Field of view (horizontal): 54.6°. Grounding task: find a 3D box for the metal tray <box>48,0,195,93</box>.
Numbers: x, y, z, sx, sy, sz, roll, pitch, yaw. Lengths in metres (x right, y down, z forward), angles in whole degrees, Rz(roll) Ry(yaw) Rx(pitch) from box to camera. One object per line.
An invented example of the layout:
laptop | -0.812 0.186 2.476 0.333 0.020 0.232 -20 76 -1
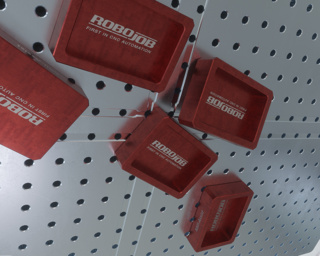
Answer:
metal tray | -0.037 -0.097 0.326 0.131 0.030 0.090 13 112 -34

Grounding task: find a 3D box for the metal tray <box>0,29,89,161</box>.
metal tray | -0.149 -0.033 0.306 0.090 0.030 0.130 -47 129 5

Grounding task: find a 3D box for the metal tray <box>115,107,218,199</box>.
metal tray | 0.013 0.040 0.439 0.090 0.030 0.130 -49 129 6

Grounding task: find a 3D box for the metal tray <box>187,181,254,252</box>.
metal tray | 0.109 0.162 0.566 0.091 0.030 0.129 -2 119 -28

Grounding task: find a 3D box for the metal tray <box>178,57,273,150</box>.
metal tray | 0.093 -0.029 0.420 0.131 0.030 0.090 20 88 -36
